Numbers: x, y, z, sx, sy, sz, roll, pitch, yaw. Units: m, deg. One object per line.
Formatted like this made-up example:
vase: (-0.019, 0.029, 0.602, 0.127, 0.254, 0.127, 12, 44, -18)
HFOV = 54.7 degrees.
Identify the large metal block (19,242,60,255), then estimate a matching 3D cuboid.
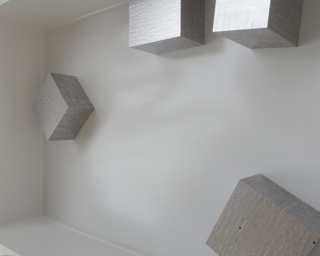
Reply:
large metal block: (-0.223, 0.275, 0.578, 0.080, 0.050, 0.079, 19, 102, 38)

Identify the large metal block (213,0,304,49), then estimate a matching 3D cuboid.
large metal block: (0.096, -0.123, 0.291, 0.050, 0.081, 0.079, 9, 96, 40)

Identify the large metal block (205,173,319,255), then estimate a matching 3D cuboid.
large metal block: (0.105, 0.103, 0.304, 0.080, 0.050, 0.079, 35, 112, 34)

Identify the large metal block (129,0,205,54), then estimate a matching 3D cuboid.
large metal block: (0.008, -0.141, 0.384, 0.080, 0.050, 0.080, 1, 91, 40)

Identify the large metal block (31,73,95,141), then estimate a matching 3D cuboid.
large metal block: (-0.167, -0.035, 0.529, 0.080, 0.050, 0.080, -50, 61, 28)
